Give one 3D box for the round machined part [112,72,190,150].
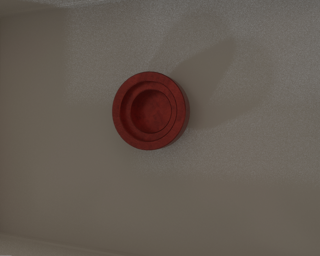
[{"bbox_3d":[-0.009,-0.021,0.402,0.098,0.042,0.097,0,90,20],"label":"round machined part"}]
